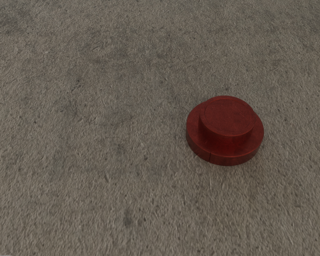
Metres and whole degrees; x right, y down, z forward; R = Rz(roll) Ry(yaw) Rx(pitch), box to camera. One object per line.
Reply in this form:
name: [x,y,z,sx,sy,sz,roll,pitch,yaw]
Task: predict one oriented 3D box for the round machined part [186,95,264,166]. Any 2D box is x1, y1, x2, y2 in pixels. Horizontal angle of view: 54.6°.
round machined part: [0.083,-0.004,0.396,0.099,0.042,0.098,0,50,0]
